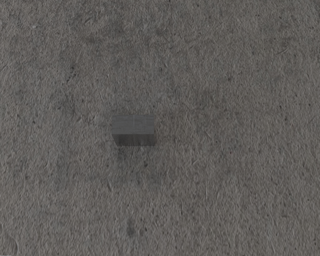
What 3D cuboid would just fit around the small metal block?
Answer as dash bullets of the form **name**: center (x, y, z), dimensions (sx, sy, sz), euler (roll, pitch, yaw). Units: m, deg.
- **small metal block**: center (-0.032, 0.004, 0.393), dimensions (0.050, 0.050, 0.025), euler (0, 70, 0)
